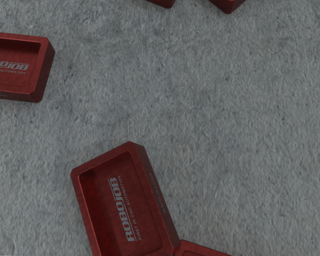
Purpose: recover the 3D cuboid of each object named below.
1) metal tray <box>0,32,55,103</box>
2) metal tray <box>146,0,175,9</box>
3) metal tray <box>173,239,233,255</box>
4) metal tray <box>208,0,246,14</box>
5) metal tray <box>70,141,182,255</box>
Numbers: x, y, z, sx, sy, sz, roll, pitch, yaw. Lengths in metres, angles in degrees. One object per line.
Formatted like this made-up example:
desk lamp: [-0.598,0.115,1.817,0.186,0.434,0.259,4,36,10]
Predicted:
metal tray: [-0.225,-0.088,0.434,0.131,0.030,0.090,7,70,2]
metal tray: [0.004,-0.264,0.502,0.090,0.030,0.130,25,72,8]
metal tray: [0.069,0.186,0.338,0.131,0.030,0.090,17,71,5]
metal tray: [0.122,-0.254,0.500,0.130,0.030,0.090,-43,76,-14]
metal tray: [-0.042,0.091,0.354,0.090,0.030,0.130,-27,70,13]
